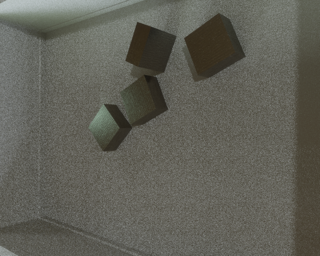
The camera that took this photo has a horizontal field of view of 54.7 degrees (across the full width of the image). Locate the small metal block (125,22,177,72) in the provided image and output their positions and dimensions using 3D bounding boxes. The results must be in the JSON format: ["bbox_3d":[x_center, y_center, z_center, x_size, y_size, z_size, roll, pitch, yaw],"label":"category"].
[{"bbox_3d":[-0.011,-0.102,0.398,0.025,0.050,0.050,31,109,35],"label":"small metal block"}]

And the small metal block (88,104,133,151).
[{"bbox_3d":[-0.076,-0.001,0.467,0.050,0.025,0.050,-51,60,27],"label":"small metal block"}]

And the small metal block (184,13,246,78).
[{"bbox_3d":[0.062,-0.093,0.355,0.050,0.025,0.050,-28,73,36],"label":"small metal block"}]

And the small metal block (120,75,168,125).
[{"bbox_3d":[-0.023,-0.037,0.423,0.050,0.025,0.050,-30,72,35],"label":"small metal block"}]
